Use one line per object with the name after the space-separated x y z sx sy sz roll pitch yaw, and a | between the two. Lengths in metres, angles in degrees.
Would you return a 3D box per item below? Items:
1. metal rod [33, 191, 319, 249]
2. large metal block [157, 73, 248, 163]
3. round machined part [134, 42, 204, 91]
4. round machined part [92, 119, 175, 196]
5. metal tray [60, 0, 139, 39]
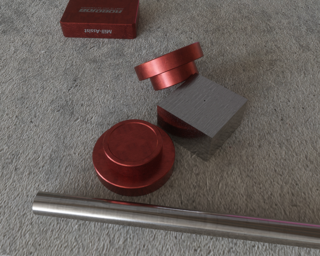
0.019 0.095 0.323 0.302 0.025 0.025 6 50 4 | metal rod
0.053 -0.016 0.401 0.080 0.050 0.080 33 57 24 | large metal block
0.017 -0.085 0.442 0.098 0.042 0.098 -21 11 5 | round machined part
-0.031 0.028 0.369 0.099 0.042 0.098 0 50 0 | round machined part
-0.106 -0.203 0.569 0.131 0.030 0.090 2 50 1 | metal tray
